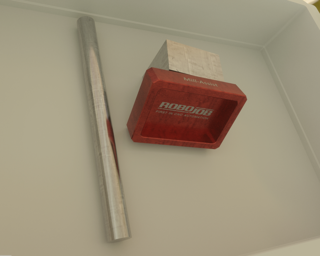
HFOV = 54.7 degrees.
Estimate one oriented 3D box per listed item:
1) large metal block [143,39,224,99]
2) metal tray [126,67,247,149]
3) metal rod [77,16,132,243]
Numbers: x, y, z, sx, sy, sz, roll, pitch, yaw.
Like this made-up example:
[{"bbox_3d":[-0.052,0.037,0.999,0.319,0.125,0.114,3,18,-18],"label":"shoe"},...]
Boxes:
[{"bbox_3d":[0.029,-0.067,0.429,0.081,0.080,0.050,10,58,-24],"label":"large metal block"},{"bbox_3d":[0.034,-0.020,0.392,0.131,0.089,0.030,7,35,-25],"label":"metal tray"},{"bbox_3d":[-0.073,-0.018,0.377,0.025,0.025,0.299,1,61,-28],"label":"metal rod"}]
